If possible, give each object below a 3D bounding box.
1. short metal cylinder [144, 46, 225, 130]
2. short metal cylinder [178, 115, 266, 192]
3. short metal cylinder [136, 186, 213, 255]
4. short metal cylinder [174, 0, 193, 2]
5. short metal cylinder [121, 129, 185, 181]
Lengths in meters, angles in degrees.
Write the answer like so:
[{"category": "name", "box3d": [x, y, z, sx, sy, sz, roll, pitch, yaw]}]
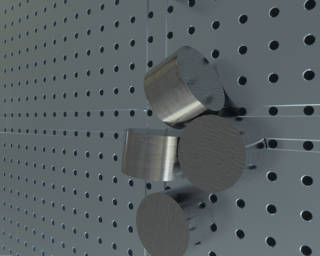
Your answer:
[{"category": "short metal cylinder", "box3d": [0.028, -0.045, 0.350, 0.050, 0.081, 0.080, -30, 72, 36]}, {"category": "short metal cylinder", "box3d": [0.067, 0.026, 0.338, 0.080, 0.050, 0.079, 0, 90, 40]}, {"category": "short metal cylinder", "box3d": [0.017, 0.115, 0.379, 0.080, 0.050, 0.080, 0, 90, 40]}, {"category": "short metal cylinder", "box3d": [0.021, -0.201, 0.376, 0.080, 0.050, 0.079, 0, 90, 40]}, {"category": "short metal cylinder", "box3d": [-0.005, 0.030, 0.378, 0.080, 0.081, 0.050, 9, 96, 39]}]
